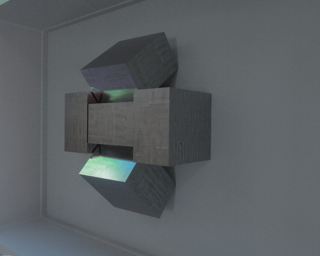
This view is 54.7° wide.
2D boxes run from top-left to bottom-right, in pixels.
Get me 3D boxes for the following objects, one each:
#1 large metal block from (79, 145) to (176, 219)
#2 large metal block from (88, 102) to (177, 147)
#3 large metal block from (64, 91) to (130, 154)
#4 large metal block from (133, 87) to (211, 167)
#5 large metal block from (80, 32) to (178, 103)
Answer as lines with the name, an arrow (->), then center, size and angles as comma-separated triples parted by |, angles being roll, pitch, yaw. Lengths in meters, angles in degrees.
large metal block -> -0.040, 0.065, 0.393 | 0.080, 0.080, 0.050 | 1, 49, 39
large metal block -> -0.034, -0.005, 0.398 | 0.080, 0.081, 0.050 | 1, 91, 40
large metal block -> -0.086, -0.007, 0.441 | 0.050, 0.081, 0.080 | 1, 91, 40
large metal block -> 0.016, -0.002, 0.357 | 0.050, 0.081, 0.080 | 1, 91, 40
large metal block -> -0.037, -0.075, 0.392 | 0.080, 0.080, 0.050 | 2, 129, 40
